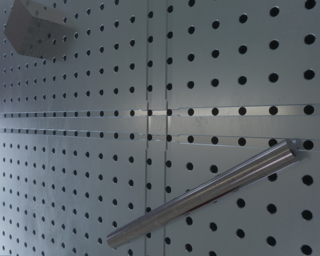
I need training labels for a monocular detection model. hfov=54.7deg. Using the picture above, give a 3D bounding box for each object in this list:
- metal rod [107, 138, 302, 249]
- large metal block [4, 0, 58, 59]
[{"bbox_3d":[0.030,0.095,0.384,0.299,0.025,0.025,-37,68,34],"label":"metal rod"},{"bbox_3d":[-0.253,-0.194,0.602,0.080,0.050,0.080,49,119,29],"label":"large metal block"}]
